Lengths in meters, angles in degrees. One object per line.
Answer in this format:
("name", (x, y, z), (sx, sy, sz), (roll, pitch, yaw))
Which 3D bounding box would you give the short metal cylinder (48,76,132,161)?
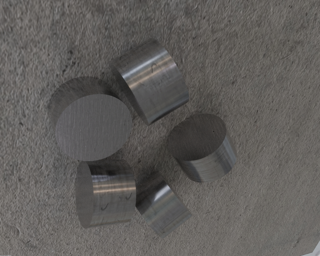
("short metal cylinder", (-0.077, -0.011, 0.342), (0.081, 0.050, 0.079), (-14, 124, -21))

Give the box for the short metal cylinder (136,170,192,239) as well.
("short metal cylinder", (0.001, 0.107, 0.438), (0.050, 0.080, 0.080), (-38, 129, -3))

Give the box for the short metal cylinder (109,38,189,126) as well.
("short metal cylinder", (-0.012, -0.049, 0.334), (0.050, 0.080, 0.080), (-32, 129, -8))

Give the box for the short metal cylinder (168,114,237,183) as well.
("short metal cylinder", (0.058, 0.027, 0.419), (0.080, 0.080, 0.050), (-36, 129, -5))

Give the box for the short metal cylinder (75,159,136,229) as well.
("short metal cylinder", (-0.069, 0.079, 0.382), (0.050, 0.080, 0.079), (1, 118, -29))
